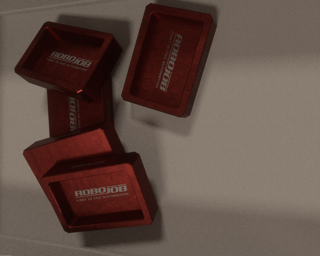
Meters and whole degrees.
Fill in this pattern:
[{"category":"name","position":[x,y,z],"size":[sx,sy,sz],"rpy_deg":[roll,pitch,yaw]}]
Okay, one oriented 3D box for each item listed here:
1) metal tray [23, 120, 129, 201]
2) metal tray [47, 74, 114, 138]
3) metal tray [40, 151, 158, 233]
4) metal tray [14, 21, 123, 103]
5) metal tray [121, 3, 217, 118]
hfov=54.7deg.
[{"category":"metal tray","position":[-0.112,0.050,0.428],"size":[0.130,0.030,0.090],"rpy_deg":[-16,108,19]},{"category":"metal tray","position":[-0.114,-0.013,0.447],"size":[0.090,0.030,0.129],"rpy_deg":[-4,89,19]},{"category":"metal tray","position":[-0.078,0.086,0.401],"size":[0.130,0.030,0.089],"rpy_deg":[-11,110,17]},{"category":"metal tray","position":[-0.126,-0.093,0.424],"size":[0.130,0.030,0.090],"rpy_deg":[19,75,27]},{"category":"metal tray","position":[0.011,-0.087,0.403],"size":[0.090,0.030,0.129],"rpy_deg":[18,96,18]}]
